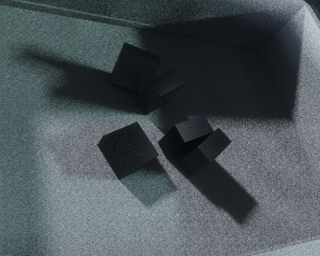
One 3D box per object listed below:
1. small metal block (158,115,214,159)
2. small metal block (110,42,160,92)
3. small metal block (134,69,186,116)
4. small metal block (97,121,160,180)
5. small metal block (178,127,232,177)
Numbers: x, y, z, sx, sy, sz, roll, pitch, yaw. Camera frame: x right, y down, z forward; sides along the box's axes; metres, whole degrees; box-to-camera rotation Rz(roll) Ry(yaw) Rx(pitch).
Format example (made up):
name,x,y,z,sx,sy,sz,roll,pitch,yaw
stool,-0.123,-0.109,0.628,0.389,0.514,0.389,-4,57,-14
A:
name,x,y,z,sx,sy,sz,roll,pitch,yaw
small metal block,0.033,0.012,0.402,0.050,0.050,0.025,-18,71,-35
small metal block,-0.034,-0.080,0.418,0.050,0.050,0.025,19,33,-18
small metal block,0.000,-0.048,0.420,0.050,0.050,0.025,-32,81,-38
small metal block,-0.038,0.026,0.370,0.050,0.025,0.050,-25,76,-37
small metal block,0.058,0.032,0.403,0.025,0.050,0.050,49,51,5
